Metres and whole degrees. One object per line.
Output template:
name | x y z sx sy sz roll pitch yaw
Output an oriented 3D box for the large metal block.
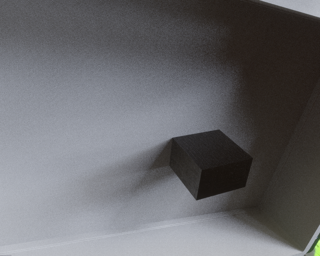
large metal block | 0.069 0.049 0.440 0.081 0.080 0.050 -9 122 -24
